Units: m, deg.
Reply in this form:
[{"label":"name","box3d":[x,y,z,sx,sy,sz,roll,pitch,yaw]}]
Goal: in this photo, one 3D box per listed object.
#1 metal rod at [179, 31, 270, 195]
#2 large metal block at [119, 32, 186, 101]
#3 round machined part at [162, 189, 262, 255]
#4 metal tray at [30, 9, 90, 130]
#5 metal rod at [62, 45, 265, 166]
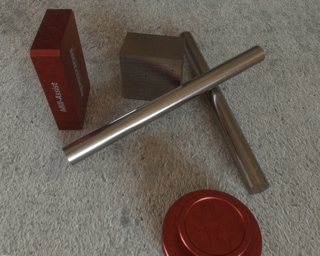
[{"label":"metal rod","box3d":[0.077,-0.044,0.440,0.025,0.025,0.300,-10,51,-9]},{"label":"large metal block","box3d":[-0.009,-0.083,0.437,0.080,0.080,0.050,7,51,5]},{"label":"round machined part","box3d":[0.051,0.104,0.306,0.099,0.042,0.098,0,50,0]},{"label":"metal tray","box3d":[-0.119,-0.070,0.392,0.030,0.129,0.090,-1,50,-1]},{"label":"metal rod","box3d":[0.016,-0.037,0.411,0.302,0.025,0.025,-29,56,-14]}]
